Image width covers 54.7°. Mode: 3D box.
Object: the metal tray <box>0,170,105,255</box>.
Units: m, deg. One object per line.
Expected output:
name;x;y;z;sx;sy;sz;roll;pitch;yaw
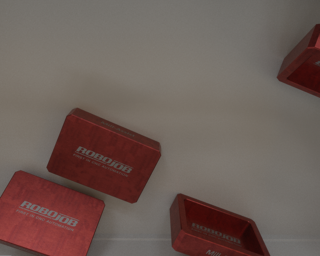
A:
metal tray;-0.152;0.123;0.419;0.131;0.090;0.030;23;145;-9

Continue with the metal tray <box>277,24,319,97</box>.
metal tray;0.210;-0.057;0.343;0.131;0.090;0.030;24;78;4

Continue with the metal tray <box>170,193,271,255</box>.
metal tray;0.080;0.147;0.432;0.131;0.090;0.030;22;109;-8

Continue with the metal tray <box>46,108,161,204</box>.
metal tray;-0.075;0.039;0.422;0.131;0.030;0.089;24;108;-9
